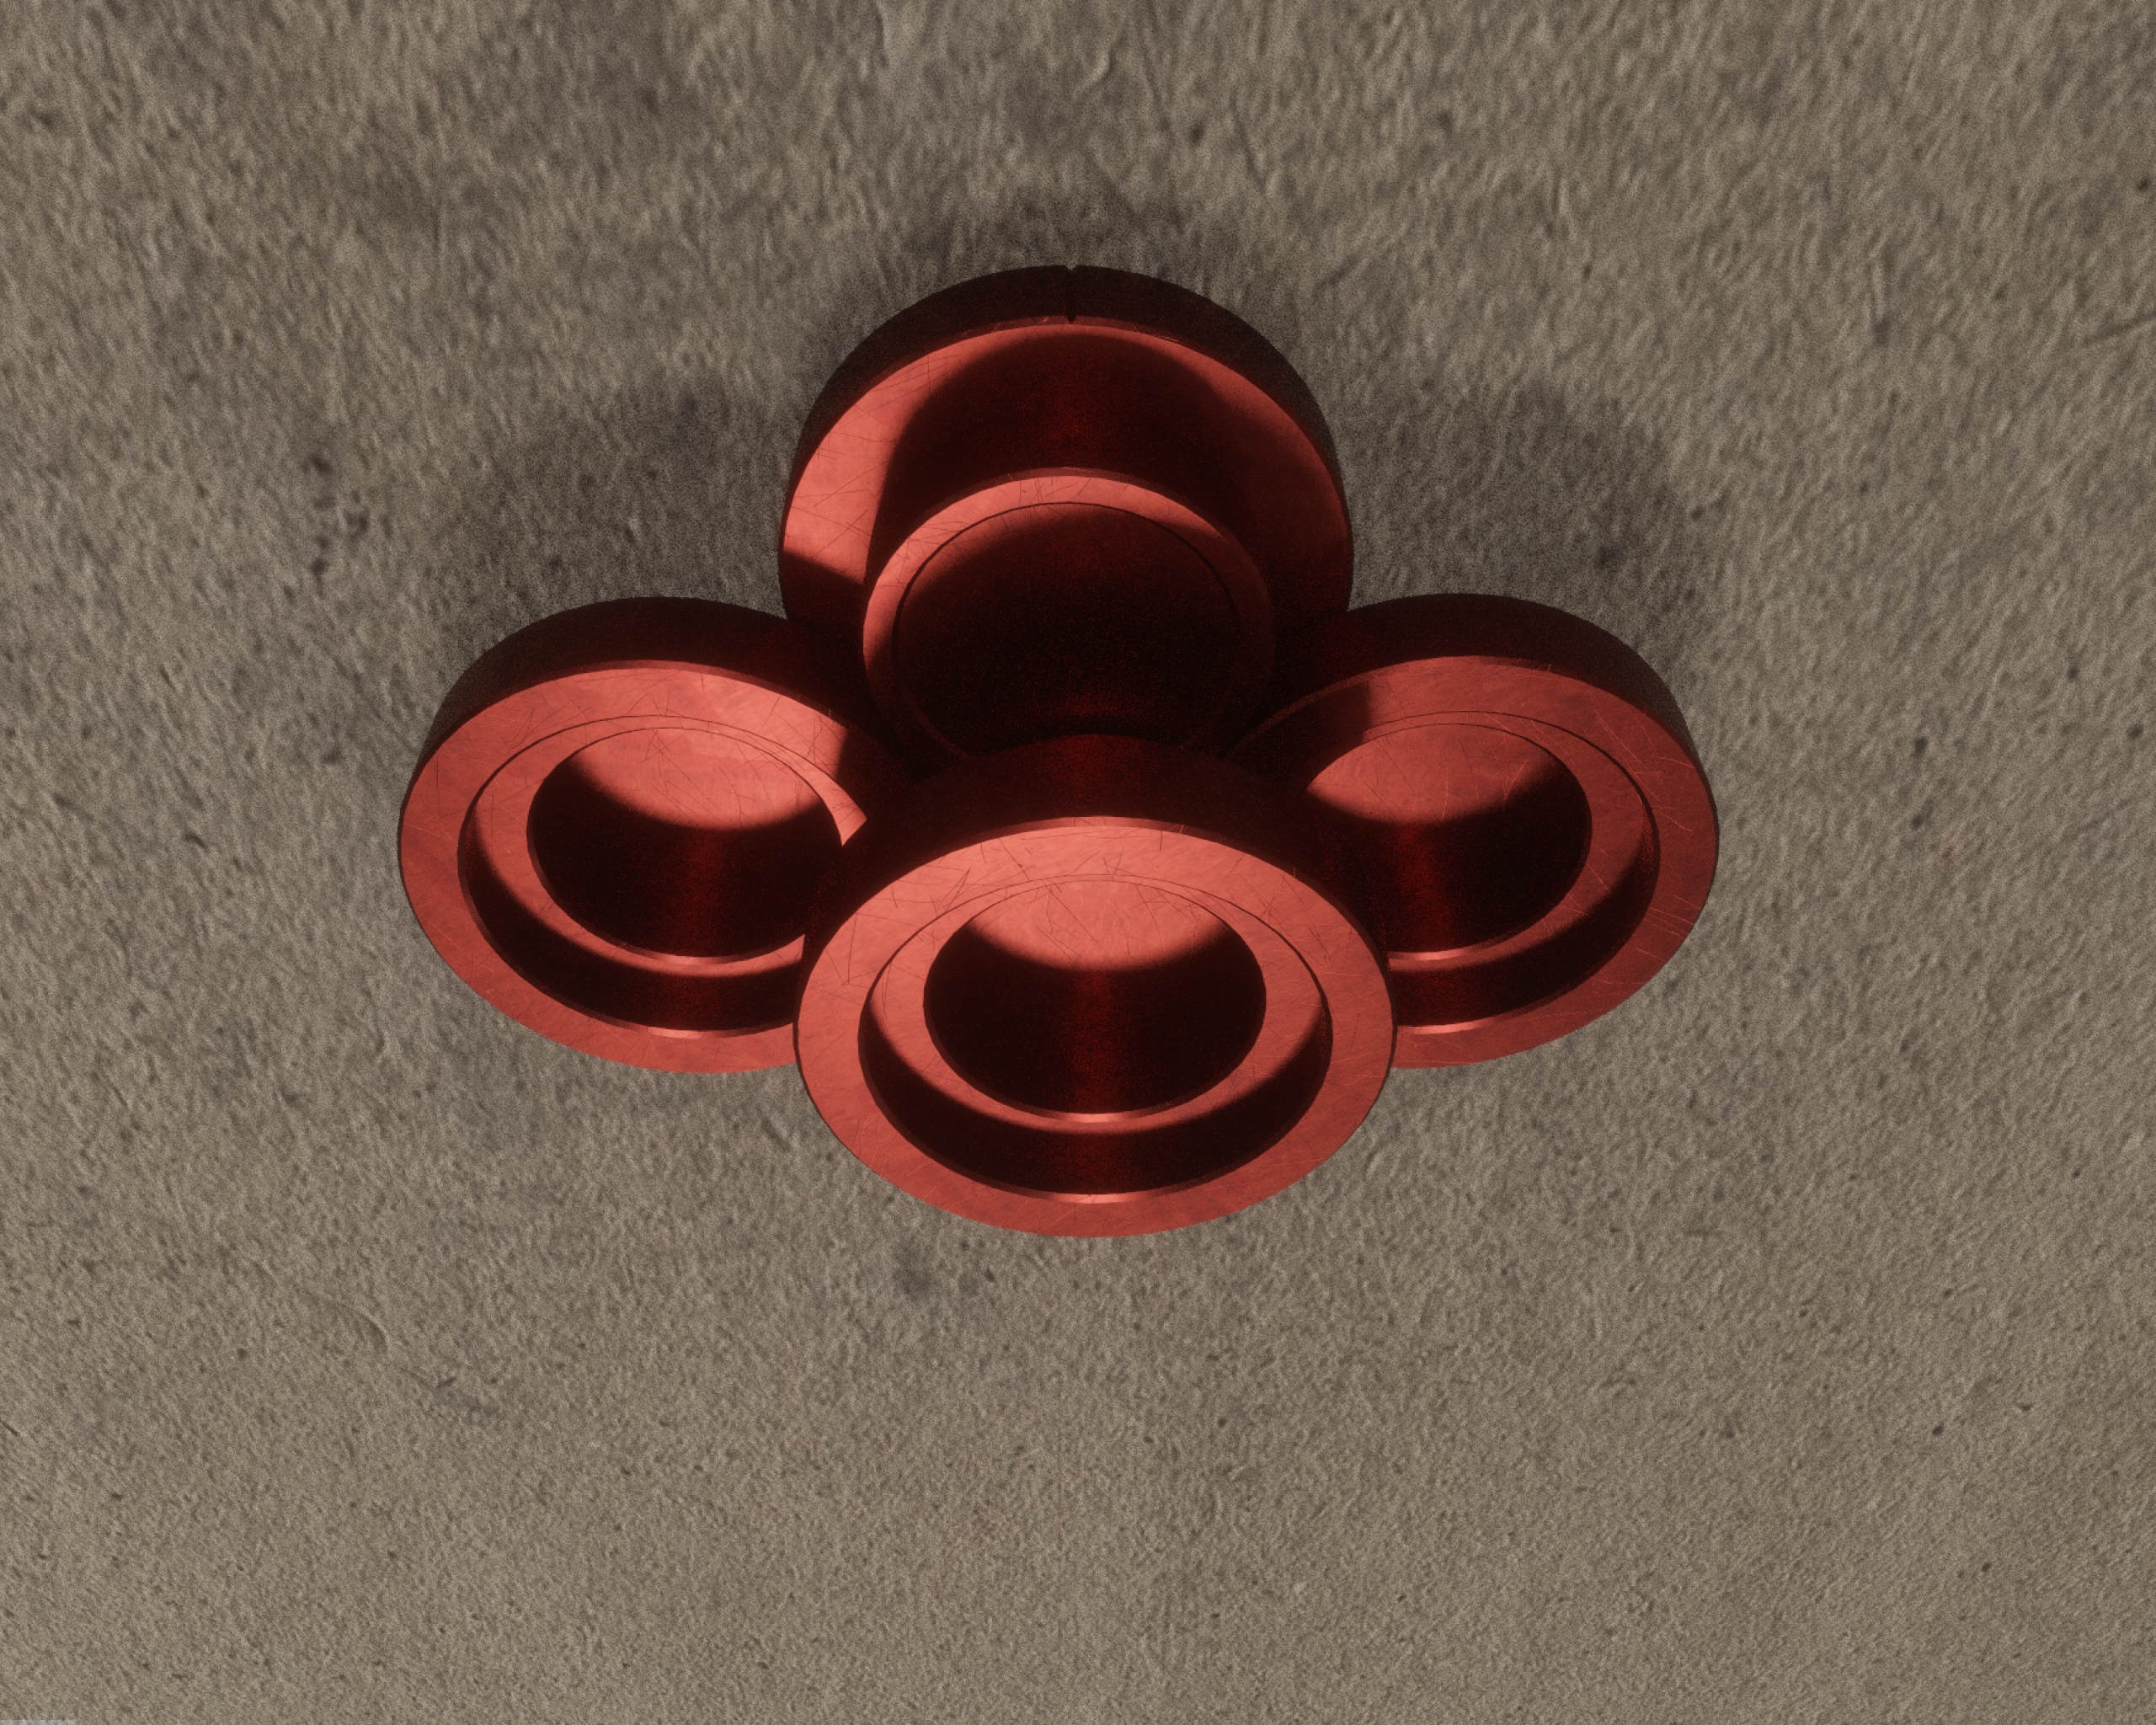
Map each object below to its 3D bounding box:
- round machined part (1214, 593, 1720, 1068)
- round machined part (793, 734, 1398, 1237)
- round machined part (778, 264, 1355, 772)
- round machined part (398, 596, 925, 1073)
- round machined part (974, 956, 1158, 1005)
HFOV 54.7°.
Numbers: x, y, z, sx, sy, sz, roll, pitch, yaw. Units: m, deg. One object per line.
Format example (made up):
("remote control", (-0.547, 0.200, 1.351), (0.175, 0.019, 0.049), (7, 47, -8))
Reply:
("round machined part", (0.065, -0.010, 0.390), (0.099, 0.042, 0.097), (-1, 130, 0))
("round machined part", (0.003, 0.017, 0.356), (0.099, 0.042, 0.097), (-1, 131, 0))
("round machined part", (-0.002, -0.048, 0.357), (0.099, 0.042, 0.097), (-1, 130, 0))
("round machined part", (-0.071, -0.009, 0.389), (0.099, 0.042, 0.097), (-1, 130, 0))
("round machined part", (-0.003, 0.027, 0.421), (0.099, 0.042, 0.097), (-1, 130, 0))
